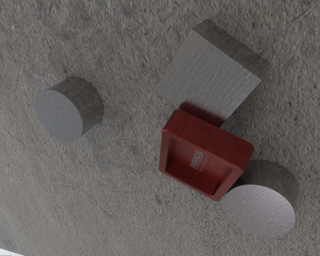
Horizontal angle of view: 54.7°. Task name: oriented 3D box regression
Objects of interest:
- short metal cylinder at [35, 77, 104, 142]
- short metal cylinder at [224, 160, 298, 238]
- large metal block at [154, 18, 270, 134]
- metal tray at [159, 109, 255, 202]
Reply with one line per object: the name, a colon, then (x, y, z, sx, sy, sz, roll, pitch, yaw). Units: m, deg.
short metal cylinder: (-0.128, -0.027, 0.442, 0.080, 0.050, 0.079, 13, 124, 21)
short metal cylinder: (0.124, 0.086, 0.378, 0.080, 0.050, 0.079, 13, 124, 21)
large metal block: (0.054, -0.054, 0.329, 0.080, 0.050, 0.080, 37, 129, 3)
metal tray: (0.047, 0.038, 0.366, 0.090, 0.030, 0.129, 27, 155, 11)
